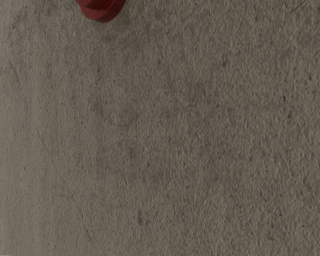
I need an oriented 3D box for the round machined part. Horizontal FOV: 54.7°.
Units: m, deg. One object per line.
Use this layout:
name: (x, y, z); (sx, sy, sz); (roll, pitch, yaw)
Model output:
round machined part: (-0.096, -0.216, 0.474); (0.098, 0.042, 0.097); (0, 90, 40)
